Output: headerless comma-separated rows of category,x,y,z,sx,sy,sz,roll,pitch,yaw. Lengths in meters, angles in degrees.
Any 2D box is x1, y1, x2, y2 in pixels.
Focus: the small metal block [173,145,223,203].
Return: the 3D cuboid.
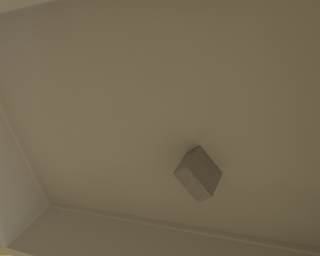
small metal block,0.050,0.059,0.401,0.025,0.050,0.050,-33,100,38
